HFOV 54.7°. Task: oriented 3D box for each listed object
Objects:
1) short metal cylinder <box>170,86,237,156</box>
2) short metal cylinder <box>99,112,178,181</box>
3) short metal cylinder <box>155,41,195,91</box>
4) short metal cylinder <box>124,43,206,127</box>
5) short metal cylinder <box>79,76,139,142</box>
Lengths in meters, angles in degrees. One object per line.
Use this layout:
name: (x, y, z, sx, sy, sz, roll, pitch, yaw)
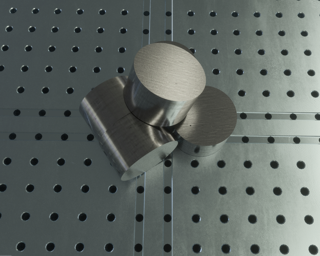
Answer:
short metal cylinder: (0.054, -0.008, 0.401, 0.081, 0.050, 0.080, 0, 70, 0)
short metal cylinder: (-0.026, 0.020, 0.375, 0.080, 0.080, 0.050, -32, 74, -11)
short metal cylinder: (0.009, -0.071, 0.423, 0.081, 0.050, 0.080, 0, 70, 0)
short metal cylinder: (0.004, -0.048, 0.348, 0.081, 0.050, 0.080, 10, 56, -15)
short metal cylinder: (-0.053, -0.020, 0.389, 0.080, 0.080, 0.050, -32, 74, -11)
